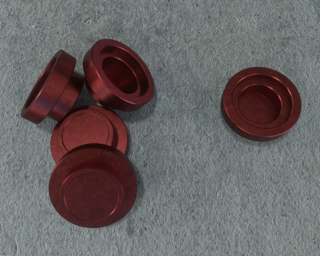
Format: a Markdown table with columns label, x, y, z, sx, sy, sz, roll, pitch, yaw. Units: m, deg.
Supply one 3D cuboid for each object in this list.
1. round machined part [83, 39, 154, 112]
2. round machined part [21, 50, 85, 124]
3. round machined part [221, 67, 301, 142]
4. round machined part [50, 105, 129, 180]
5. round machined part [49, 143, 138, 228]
| label | x | y | z | sx | sy | sz | roll | pitch | yaw |
| --- | --- | --- | --- | --- | --- | --- | --- | --- | --- |
| round machined part | -0.058 | -0.063 | 0.403 | 0.098 | 0.042 | 0.098 | 29 | 44 | -32 |
| round machined part | -0.133 | -0.047 | 0.396 | 0.042 | 0.098 | 0.098 | 31 | 69 | -28 |
| round machined part | 0.129 | -0.028 | 0.410 | 0.099 | 0.042 | 0.098 | 0 | 70 | 0 |
| round machined part | -0.090 | 0.015 | 0.393 | 0.099 | 0.042 | 0.098 | 0 | 70 | 0 |
| round machined part | -0.075 | 0.070 | 0.349 | 0.099 | 0.042 | 0.097 | -2 | 103 | -7 |
